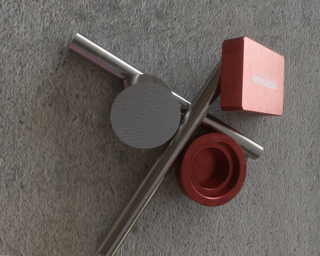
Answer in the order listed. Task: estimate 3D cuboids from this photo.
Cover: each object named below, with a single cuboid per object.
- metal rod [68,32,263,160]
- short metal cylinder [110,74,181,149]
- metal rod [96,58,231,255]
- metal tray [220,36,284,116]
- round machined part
[{"bbox_3d":[0.021,-0.034,0.419,0.301,0.025,0.025,30,80,-18],"label":"metal rod"},{"bbox_3d":[-0.019,-0.021,0.376,0.081,0.050,0.079,-3,111,-7],"label":"short metal cylinder"},{"bbox_3d":[0.014,0.030,0.397,0.025,0.025,0.300,35,85,-17],"label":"metal rod"},{"bbox_3d":[0.131,-0.064,0.426,0.131,0.030,0.089,2,89,-48],"label":"metal tray"},{"bbox_3d":[0.066,0.055,0.426,0.099,0.042,0.097,0,90,-20],"label":"round machined part"}]
